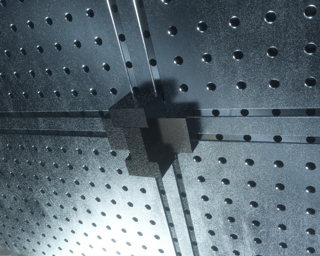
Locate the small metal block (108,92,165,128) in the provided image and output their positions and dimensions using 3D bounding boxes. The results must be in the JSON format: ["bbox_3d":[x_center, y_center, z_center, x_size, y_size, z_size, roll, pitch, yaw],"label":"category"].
[{"bbox_3d":[-0.028,-0.024,0.393,0.050,0.050,0.025,1,119,27],"label":"small metal block"}]

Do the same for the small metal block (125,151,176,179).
[{"bbox_3d":[-0.012,0.042,0.426,0.050,0.050,0.025,1,119,27],"label":"small metal block"}]

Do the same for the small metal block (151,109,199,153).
[{"bbox_3d":[0.019,0.004,0.402,0.050,0.025,0.050,1,119,27],"label":"small metal block"}]

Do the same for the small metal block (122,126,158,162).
[{"bbox_3d":[-0.020,0.009,0.409,0.025,0.050,0.050,1,119,27],"label":"small metal block"}]

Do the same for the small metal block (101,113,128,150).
[{"bbox_3d":[-0.048,0.003,0.437,0.050,0.025,0.050,1,119,27],"label":"small metal block"}]
